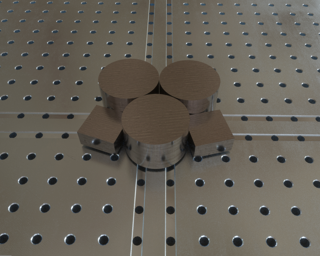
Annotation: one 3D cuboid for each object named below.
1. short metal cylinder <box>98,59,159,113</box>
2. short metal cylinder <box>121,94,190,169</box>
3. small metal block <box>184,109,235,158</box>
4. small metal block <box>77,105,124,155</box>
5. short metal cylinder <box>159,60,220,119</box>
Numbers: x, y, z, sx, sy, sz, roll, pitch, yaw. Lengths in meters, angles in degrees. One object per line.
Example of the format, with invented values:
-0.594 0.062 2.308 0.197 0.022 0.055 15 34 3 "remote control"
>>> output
-0.041 -0.051 0.429 0.081 0.050 0.080 0 50 0 "short metal cylinder"
-0.005 0.003 0.384 0.081 0.050 0.080 0 50 0 "short metal cylinder"
0.061 0.007 0.398 0.050 0.025 0.050 -11 51 -9 "small metal block"
-0.070 0.002 0.401 0.050 0.025 0.050 16 52 13 "small metal block"
0.039 -0.049 0.428 0.081 0.050 0.080 0 50 0 "short metal cylinder"
